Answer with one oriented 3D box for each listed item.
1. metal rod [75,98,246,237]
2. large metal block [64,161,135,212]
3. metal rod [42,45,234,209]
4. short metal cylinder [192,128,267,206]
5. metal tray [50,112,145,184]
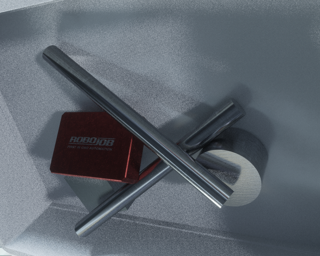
[{"bbox_3d":[-0.015,0.065,0.406,0.299,0.025,0.025,-41,95,25],"label":"metal rod"},{"bbox_3d":[-0.088,0.086,0.484,0.080,0.050,0.080,-21,108,35],"label":"large metal block"},{"bbox_3d":[-0.039,-0.012,0.380,0.300,0.025,0.025,39,130,17],"label":"metal rod"},{"bbox_3d":[0.085,0.047,0.373,0.080,0.050,0.079,13,124,20],"label":"short metal cylinder"},{"bbox_3d":[-0.086,0.024,0.426,0.130,0.030,0.090,1,75,29],"label":"metal tray"}]
